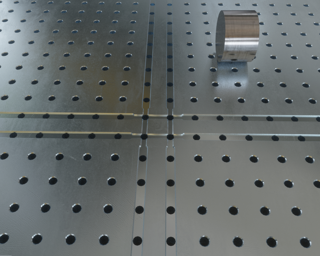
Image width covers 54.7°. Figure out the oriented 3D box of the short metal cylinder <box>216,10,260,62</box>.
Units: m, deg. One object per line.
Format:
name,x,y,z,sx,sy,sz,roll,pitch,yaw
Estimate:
short metal cylinder,0.121,-0.146,0.495,0.050,0.080,0.080,0,50,0
